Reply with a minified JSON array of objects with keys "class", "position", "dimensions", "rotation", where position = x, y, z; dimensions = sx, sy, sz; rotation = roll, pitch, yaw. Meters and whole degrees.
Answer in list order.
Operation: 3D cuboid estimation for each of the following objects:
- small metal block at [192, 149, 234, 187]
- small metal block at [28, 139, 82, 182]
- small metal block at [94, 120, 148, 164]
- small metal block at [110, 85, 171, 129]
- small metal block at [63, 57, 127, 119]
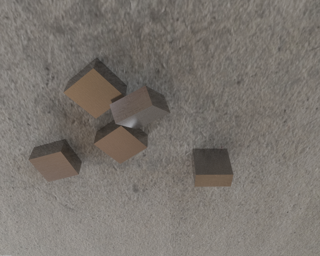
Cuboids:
[{"class":"small metal block","position":[0.073,0.056,0.439],"dimensions":[0.050,0.050,0.025],"rotation":[0,130,0]},{"class":"small metal block","position":[-0.149,0.048,0.446],"dimensions":[0.050,0.025,0.050],"rotation":[-15,129,11]},{"class":"small metal block","position":[-0.052,0.016,0.420],"dimensions":[0.050,0.025,0.050],"rotation":[-32,124,24]},{"class":"small metal block","position":[-0.023,-0.023,0.371],"dimensions":[0.050,0.025,0.050],"rotation":[-25,163,20]},{"class":"small metal block","position":[-0.075,-0.046,0.367],"dimensions":[0.050,0.025,0.050],"rotation":[-32,123,24]}]
